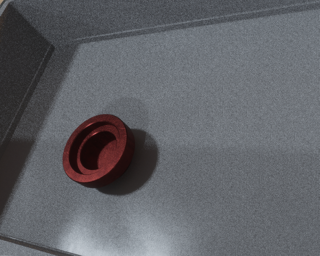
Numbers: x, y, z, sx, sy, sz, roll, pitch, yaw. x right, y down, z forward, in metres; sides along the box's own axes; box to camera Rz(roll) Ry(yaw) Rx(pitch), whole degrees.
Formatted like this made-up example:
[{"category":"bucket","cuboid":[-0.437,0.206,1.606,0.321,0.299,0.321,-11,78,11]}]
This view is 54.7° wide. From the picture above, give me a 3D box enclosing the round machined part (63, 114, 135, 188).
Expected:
[{"category":"round machined part","cuboid":[-0.076,0.033,0.413,0.098,0.042,0.098,-13,56,20]}]
